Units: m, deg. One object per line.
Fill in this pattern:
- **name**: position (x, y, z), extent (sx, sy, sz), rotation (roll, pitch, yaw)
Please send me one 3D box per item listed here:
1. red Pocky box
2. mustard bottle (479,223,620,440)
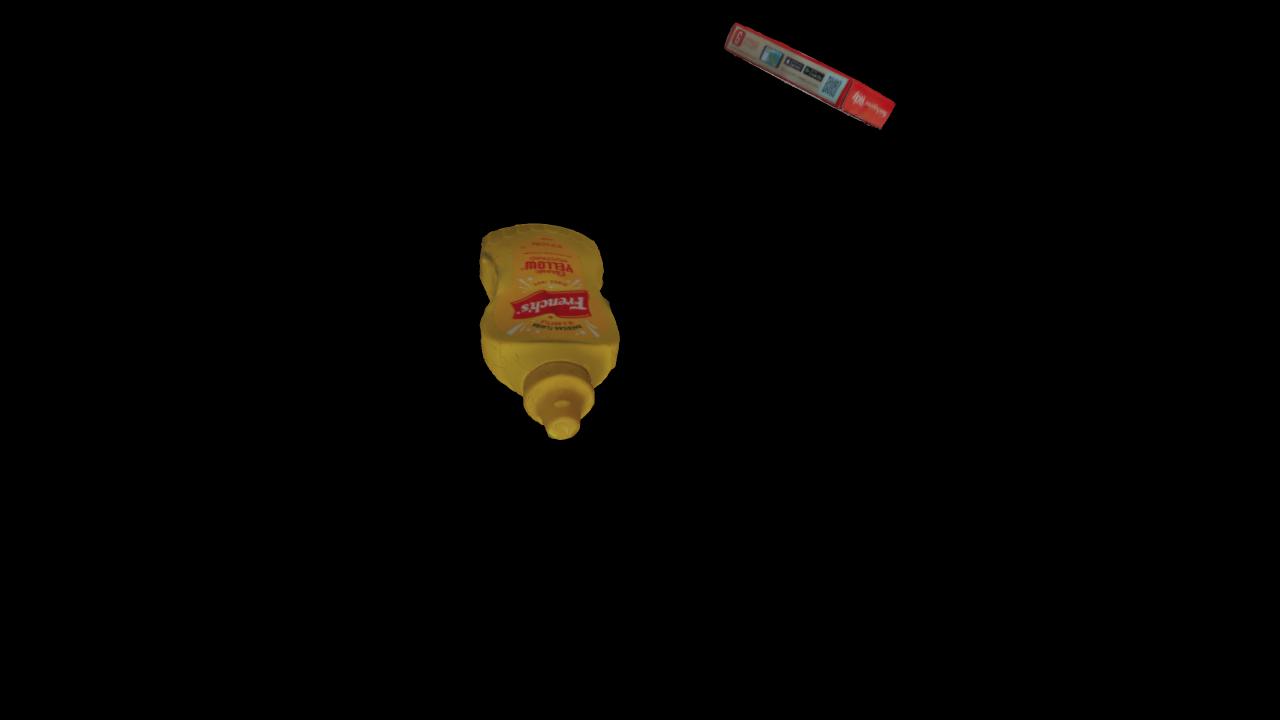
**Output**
- **red Pocky box**: position (0.157, -0.267, 0.577), extent (0.083, 0.028, 0.155), rotation (-2, 39, -45)
- **mustard bottle**: position (-0.059, -0.021, 0.407), extent (0.092, 0.054, 0.184), rotation (6, 41, -19)
